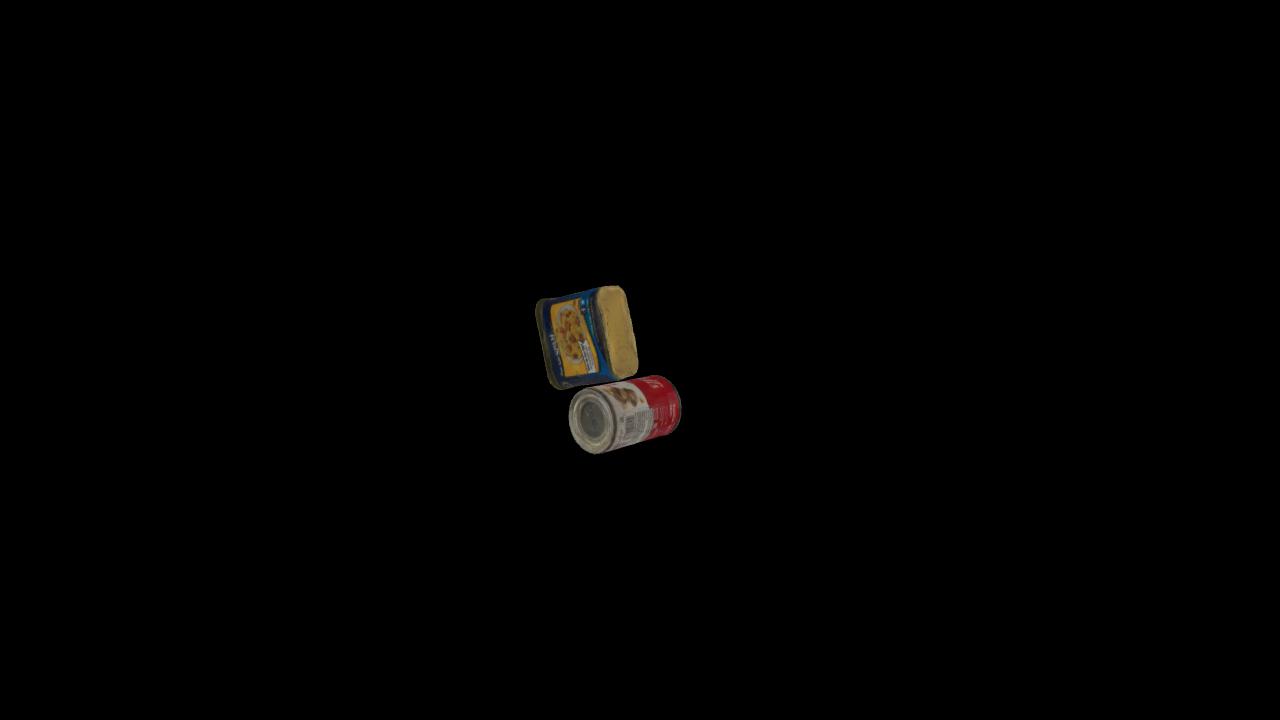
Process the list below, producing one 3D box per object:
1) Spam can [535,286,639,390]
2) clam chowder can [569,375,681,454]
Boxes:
[{"bbox_3d":[-0.055,-0.024,0.651,0.085,0.101,0.058,-10,4,34],"label":"Spam can"},{"bbox_3d":[-0.015,0.055,0.633,0.068,0.068,0.102,0,6,42],"label":"clam chowder can"}]
